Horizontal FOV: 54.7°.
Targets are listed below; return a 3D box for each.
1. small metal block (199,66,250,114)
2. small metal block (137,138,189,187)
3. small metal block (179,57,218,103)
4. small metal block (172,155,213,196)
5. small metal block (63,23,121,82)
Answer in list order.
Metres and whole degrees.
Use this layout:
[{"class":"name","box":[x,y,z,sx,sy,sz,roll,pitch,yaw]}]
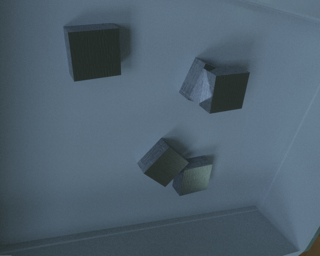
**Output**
[{"class":"small metal block","box":[0.081,-0.049,0.392,0.050,0.025,0.050,-10,123,-24]},{"class":"small metal block","box":[0.005,0.050,0.444,0.050,0.025,0.050,-47,130,4]},{"class":"small metal block","box":[0.061,-0.059,0.408,0.050,0.025,0.050,12,112,-34]},{"class":"small metal block","box":[0.050,0.074,0.484,0.050,0.025,0.050,-8,122,-25]},{"class":"small metal block","box":[-0.070,-0.080,0.322,0.050,0.025,0.050,-13,124,-22]}]
